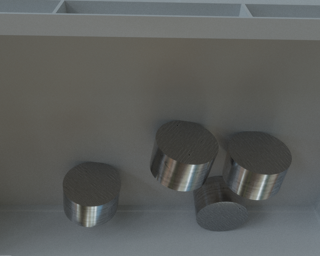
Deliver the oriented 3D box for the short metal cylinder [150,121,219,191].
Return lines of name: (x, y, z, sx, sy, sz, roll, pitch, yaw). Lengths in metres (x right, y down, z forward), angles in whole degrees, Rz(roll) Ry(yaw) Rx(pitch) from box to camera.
short metal cylinder: (0.030, 0.035, 0.403, 0.081, 0.080, 0.050, 7, 130, -7)

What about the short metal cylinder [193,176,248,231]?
short metal cylinder: (0.096, 0.122, 0.498, 0.081, 0.050, 0.079, 0, 130, 0)

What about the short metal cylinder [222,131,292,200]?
short metal cylinder: (0.128, 0.049, 0.417, 0.081, 0.080, 0.050, 1, 130, -1)

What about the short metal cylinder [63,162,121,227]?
short metal cylinder: (-0.100, 0.096, 0.453, 0.081, 0.080, 0.050, 8, 130, -7)
